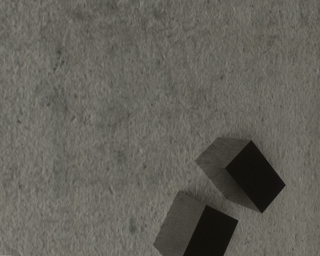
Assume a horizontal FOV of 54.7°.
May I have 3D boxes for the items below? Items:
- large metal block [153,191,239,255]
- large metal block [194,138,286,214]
[{"bbox_3d":[0.043,0.135,0.397,0.050,0.080,0.080,30,80,-18],"label":"large metal block"},{"bbox_3d":[0.106,0.060,0.421,0.050,0.080,0.080,-44,104,-15],"label":"large metal block"}]
